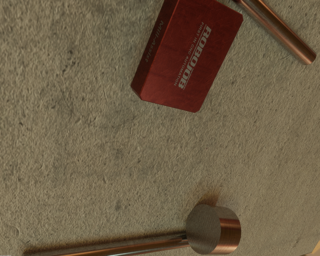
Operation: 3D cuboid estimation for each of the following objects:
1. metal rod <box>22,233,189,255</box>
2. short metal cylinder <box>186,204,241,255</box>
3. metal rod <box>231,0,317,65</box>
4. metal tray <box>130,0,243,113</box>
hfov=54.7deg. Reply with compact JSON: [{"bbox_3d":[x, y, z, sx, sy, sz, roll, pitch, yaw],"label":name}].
[{"bbox_3d":[-0.056,0.193,0.495,0.302,0.025,0.025,4,116,-31],"label":"metal rod"},{"bbox_3d":[0.090,0.173,0.528,0.050,0.080,0.080,17,109,-35],"label":"short metal cylinder"},{"bbox_3d":[0.109,-0.151,0.372,0.302,0.025,0.025,22,106,-37],"label":"metal rod"},{"bbox_3d":[0.031,-0.088,0.366,0.091,0.030,0.129,11,113,-33],"label":"metal tray"}]
